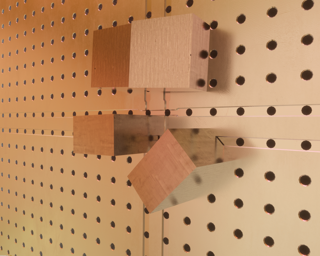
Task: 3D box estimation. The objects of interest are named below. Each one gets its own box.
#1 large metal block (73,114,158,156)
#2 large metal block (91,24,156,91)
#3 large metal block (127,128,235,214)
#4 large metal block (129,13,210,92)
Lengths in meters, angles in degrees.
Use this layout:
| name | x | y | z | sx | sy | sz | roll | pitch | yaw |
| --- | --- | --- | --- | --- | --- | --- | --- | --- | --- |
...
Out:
| name | x | y | z | sx | sy | sz | roll | pitch | yaw |
| --- | --- | --- | --- | --- | --- | --- | --- | --- | --- |
| large metal block | -0.060 | 0.008 | 0.420 | 0.080 | 0.081 | 0.050 | -1 | 90 | 39 |
| large metal block | -0.049 | -0.094 | 0.431 | 0.080 | 0.050 | 0.079 | 5 | 93 | 39 |
| large metal block | 0.024 | 0.046 | 0.352 | 0.080 | 0.081 | 0.050 | -50 | 61 | 28 |
| large metal block | 0.011 | -0.086 | 0.374 | 0.080 | 0.050 | 0.079 | 4 | 93 | 30 |
